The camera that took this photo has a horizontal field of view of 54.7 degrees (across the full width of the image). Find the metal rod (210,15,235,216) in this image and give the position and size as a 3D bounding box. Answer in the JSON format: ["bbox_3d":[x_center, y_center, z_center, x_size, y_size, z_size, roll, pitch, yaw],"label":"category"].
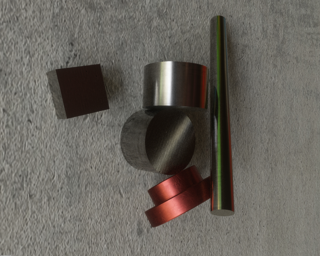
[{"bbox_3d":[0.078,-0.038,0.404,0.025,0.025,0.300,31,50,-36],"label":"metal rod"}]

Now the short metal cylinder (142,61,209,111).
[{"bbox_3d":[0.019,-0.048,0.385,0.081,0.080,0.050,4,88,-40],"label":"short metal cylinder"}]

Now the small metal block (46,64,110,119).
[{"bbox_3d":[-0.087,-0.039,0.332,0.050,0.025,0.050,-18,101,-39],"label":"small metal block"}]

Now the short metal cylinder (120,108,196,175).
[{"bbox_3d":[-0.002,0.016,0.387,0.081,0.050,0.079,0,90,-40],"label":"short metal cylinder"}]

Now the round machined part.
[{"bbox_3d":[0.024,0.080,0.386,0.099,0.098,0.042,-20,76,-38],"label":"round machined part"}]
